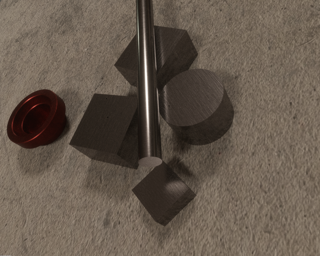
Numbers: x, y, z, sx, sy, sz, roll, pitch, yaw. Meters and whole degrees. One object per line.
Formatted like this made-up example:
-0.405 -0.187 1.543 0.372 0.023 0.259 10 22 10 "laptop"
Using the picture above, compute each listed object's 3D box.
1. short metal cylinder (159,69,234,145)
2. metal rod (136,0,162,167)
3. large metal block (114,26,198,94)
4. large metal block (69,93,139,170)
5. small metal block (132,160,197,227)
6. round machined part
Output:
0.045 -0.025 0.379 0.080 0.050 0.080 -13 56 20 "short metal cylinder"
-0.018 -0.090 0.403 0.025 0.025 0.299 -16 55 19 "metal rod"
-0.005 -0.100 0.450 0.080 0.050 0.080 22 73 35 "large metal block"
-0.061 0.003 0.416 0.080 0.050 0.080 8 66 31 "large metal block"
0.004 0.074 0.355 0.050 0.025 0.050 -44 51 -3 "small metal block"
-0.191 -0.010 0.497 0.098 0.042 0.098 -13 56 20 "round machined part"
